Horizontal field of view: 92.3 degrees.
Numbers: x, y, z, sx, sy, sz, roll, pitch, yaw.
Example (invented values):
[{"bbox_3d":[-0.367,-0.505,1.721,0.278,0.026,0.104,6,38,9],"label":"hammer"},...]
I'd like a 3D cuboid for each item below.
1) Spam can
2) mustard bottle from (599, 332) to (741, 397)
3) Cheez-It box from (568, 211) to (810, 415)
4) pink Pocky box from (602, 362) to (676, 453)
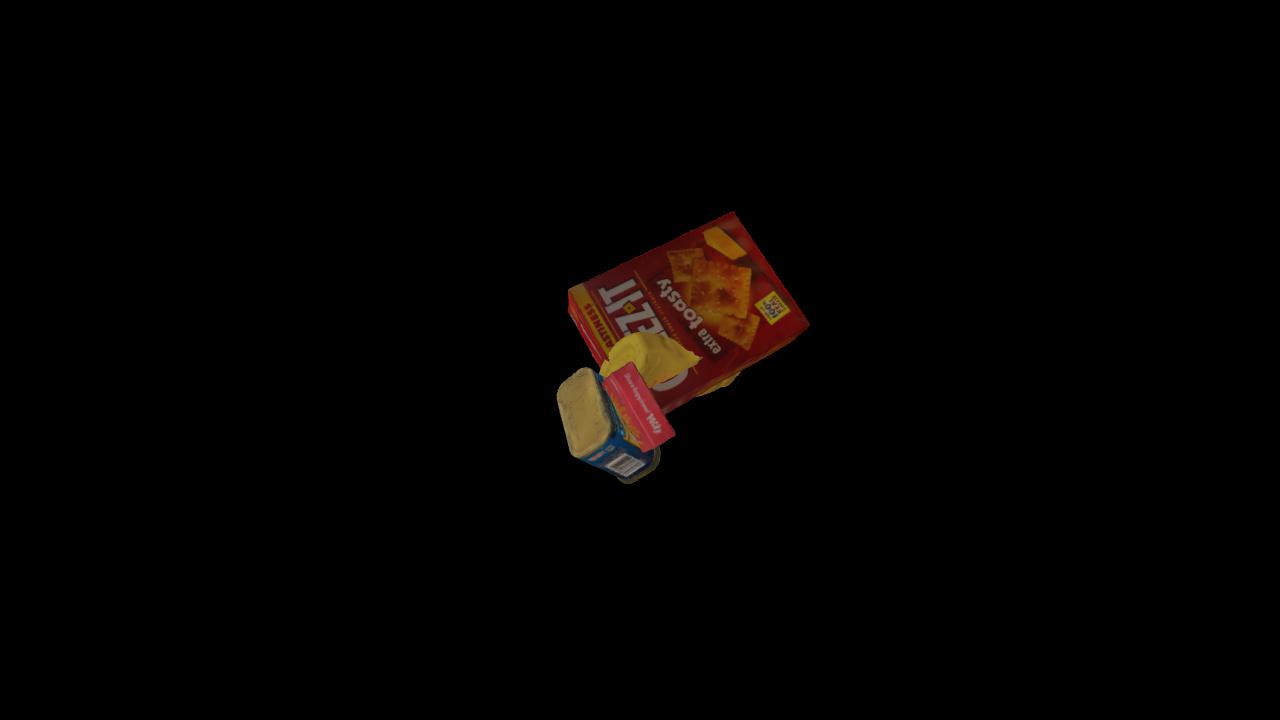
[{"bbox_3d":[-0.034,0.067,0.634,0.058,0.101,0.085,-36,-41,16],"label":"Spam can"},{"bbox_3d":[0.048,0.010,0.688,0.184,0.054,0.092,1,-45,-41],"label":"mustard bottle"},{"bbox_3d":[0.051,-0.049,0.697,0.223,0.166,0.071,-28,-13,-13],"label":"Cheez-It box"},{"bbox_3d":[-0.018,0.061,0.651,0.029,0.084,0.155,-29,-5,-22],"label":"pink Pocky box"}]
